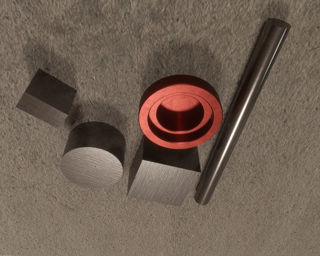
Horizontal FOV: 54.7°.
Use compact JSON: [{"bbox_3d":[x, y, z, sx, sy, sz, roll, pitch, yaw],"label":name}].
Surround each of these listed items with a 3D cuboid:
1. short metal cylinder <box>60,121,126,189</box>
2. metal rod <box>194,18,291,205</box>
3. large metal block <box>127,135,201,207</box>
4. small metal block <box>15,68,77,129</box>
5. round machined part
[{"bbox_3d":[-0.089,0.037,0.421,0.081,0.050,0.079,0,130,0],"label":"short metal cylinder"},{"bbox_3d":[0.095,0.004,0.412,0.025,0.025,0.298,8,130,-7],"label":"metal rod"},{"bbox_3d":[0.003,0.062,0.444,0.081,0.050,0.079,14,129,-12],"label":"large metal block"},{"bbox_3d":[-0.130,-0.035,0.359,0.050,0.050,0.025,31,123,-24],"label":"small metal block"},{"bbox_3d":[0.024,-0.023,0.377,0.099,0.042,0.097,-1,130,0],"label":"round machined part"}]
